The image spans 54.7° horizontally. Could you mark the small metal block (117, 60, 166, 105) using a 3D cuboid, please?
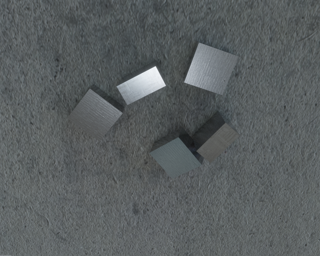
[{"bbox_3d":[-0.021,-0.056,0.375,0.050,0.050,0.025,-26,108,9],"label":"small metal block"}]

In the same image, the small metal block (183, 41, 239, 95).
[{"bbox_3d":[0.061,-0.074,0.383,0.050,0.025,0.050,18,109,-7],"label":"small metal block"}]

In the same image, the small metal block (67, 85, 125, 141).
[{"bbox_3d":[-0.082,-0.020,0.402,0.050,0.025,0.050,37,106,-13],"label":"small metal block"}]

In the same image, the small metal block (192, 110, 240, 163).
[{"bbox_3d":[0.071,0.010,0.401,0.025,0.050,0.050,40,105,-14],"label":"small metal block"}]

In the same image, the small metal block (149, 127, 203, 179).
[{"bbox_3d":[0.023,0.034,0.415,0.050,0.025,0.050,-31,109,30],"label":"small metal block"}]
